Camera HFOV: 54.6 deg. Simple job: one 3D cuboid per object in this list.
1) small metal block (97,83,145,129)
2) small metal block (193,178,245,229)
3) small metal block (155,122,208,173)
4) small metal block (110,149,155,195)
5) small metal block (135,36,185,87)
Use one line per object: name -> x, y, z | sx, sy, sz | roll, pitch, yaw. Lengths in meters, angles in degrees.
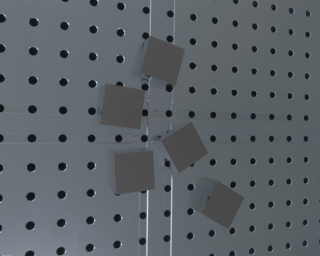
small metal block -> -0.049, -0.026, 0.394 | 0.050, 0.025, 0.050 | 8, 87, -20
small metal block -> 0.084, 0.108, 0.443 | 0.050, 0.025, 0.050 | 34, 79, -17
small metal block -> 0.030, 0.026, 0.423 | 0.050, 0.025, 0.050 | -32, 101, -17
small metal block -> -0.035, 0.055, 0.399 | 0.050, 0.025, 0.050 | -4, 91, -20
small metal block -> 0.000, -0.087, 0.412 | 0.050, 0.025, 0.050 | 16, 85, -19
